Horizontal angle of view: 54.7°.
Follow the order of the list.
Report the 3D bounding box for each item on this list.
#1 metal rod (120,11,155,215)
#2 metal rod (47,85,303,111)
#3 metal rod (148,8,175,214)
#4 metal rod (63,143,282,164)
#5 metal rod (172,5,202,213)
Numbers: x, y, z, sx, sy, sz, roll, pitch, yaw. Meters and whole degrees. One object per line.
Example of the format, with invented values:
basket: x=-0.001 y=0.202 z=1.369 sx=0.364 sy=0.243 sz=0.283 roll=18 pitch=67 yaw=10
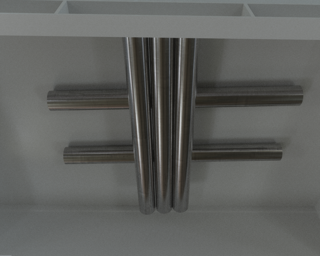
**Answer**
metal rod: x=-0.022 y=0.010 z=0.381 sx=0.025 sy=0.025 sz=0.298 roll=-1 pitch=130 yaw=0
metal rod: x=0.018 y=-0.036 z=0.377 sx=0.302 sy=0.025 sz=0.025 roll=-1 pitch=130 yaw=0
metal rod: x=0.004 y=0.008 z=0.380 sx=0.025 sy=0.025 sz=0.298 roll=-1 pitch=130 yaw=0
metal rod: x=0.018 y=0.036 z=0.439 sx=0.302 sy=0.025 sz=0.025 roll=-1 pitch=130 yaw=0
metal rod: x=0.029 y=0.006 z=0.378 sx=0.025 sy=0.025 sz=0.298 roll=-1 pitch=130 yaw=0
